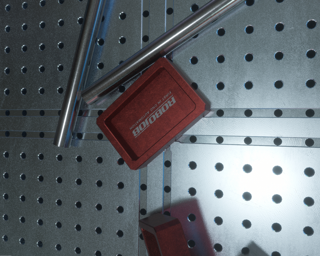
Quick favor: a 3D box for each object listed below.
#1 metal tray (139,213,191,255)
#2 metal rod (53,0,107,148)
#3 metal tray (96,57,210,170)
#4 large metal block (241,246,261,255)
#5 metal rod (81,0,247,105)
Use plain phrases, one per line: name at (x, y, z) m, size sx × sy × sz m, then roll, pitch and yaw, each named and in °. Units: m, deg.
metal tray at (0.015, 0.173, 0.372) m, size 0.030 × 0.090 × 0.129 m, roll -16°, pitch 84°, yaw -18°
metal rod at (-0.107, -0.117, 0.449) m, size 0.025 × 0.025 × 0.298 m, roll 17°, pitch 96°, yaw 19°
metal tray at (-0.011, -0.017, 0.412) m, size 0.130 × 0.030 × 0.090 m, roll -42°, pitch 77°, yaw 15°
large metal block at (0.110, 0.203, 0.360) m, size 0.080 × 0.050 × 0.080 m, roll 41°, pitch 102°, yaw 15°
metal rod at (0.018, -0.117, 0.405) m, size 0.300 × 0.025 × 0.025 m, roll -31°, pitch 80°, yaw 17°
